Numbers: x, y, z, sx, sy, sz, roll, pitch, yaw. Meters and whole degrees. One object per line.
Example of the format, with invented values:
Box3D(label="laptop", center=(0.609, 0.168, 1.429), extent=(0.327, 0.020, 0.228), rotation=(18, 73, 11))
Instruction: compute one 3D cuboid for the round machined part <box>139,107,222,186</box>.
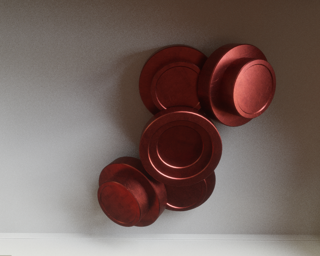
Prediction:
Box3D(label="round machined part", center=(0.024, 0.020, 0.385), extent=(0.099, 0.042, 0.097), rotation=(0, 110, -1))

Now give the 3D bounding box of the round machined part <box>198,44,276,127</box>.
Box3D(label="round machined part", center=(0.096, -0.048, 0.361), extent=(0.099, 0.042, 0.097), rotation=(-10, 110, -29))

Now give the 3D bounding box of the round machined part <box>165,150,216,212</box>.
Box3D(label="round machined part", center=(0.028, 0.075, 0.429), extent=(0.099, 0.042, 0.097), rotation=(0, 110, -1))

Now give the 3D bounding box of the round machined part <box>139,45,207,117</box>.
Box3D(label="round machined part", center=(0.023, -0.051, 0.382), extent=(0.099, 0.042, 0.097), rotation=(0, 110, -1))

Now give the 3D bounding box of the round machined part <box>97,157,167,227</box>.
Box3D(label="round machined part", center=(-0.043, 0.091, 0.411), extent=(0.098, 0.042, 0.097), rotation=(13, 117, 26))
